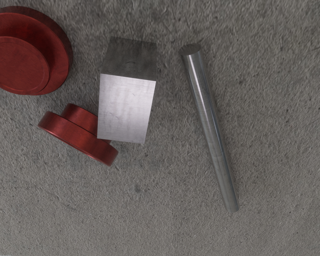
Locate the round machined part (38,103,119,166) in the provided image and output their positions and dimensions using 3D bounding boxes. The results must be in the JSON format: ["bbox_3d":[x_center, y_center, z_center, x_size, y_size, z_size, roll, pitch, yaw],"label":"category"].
[{"bbox_3d":[-0.093,0.005,0.377,0.098,0.042,0.098,28,168,7],"label":"round machined part"}]

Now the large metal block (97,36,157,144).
[{"bbox_3d":[-0.035,-0.042,0.335,0.050,0.080,0.079,7,130,-6],"label":"large metal block"}]

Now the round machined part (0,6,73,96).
[{"bbox_3d":[-0.147,-0.074,0.331,0.099,0.042,0.097,0,130,0],"label":"round machined part"}]

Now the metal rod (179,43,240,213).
[{"bbox_3d":[0.077,0.023,0.427,0.025,0.025,0.299,-14,129,11],"label":"metal rod"}]
